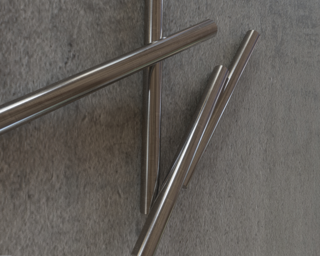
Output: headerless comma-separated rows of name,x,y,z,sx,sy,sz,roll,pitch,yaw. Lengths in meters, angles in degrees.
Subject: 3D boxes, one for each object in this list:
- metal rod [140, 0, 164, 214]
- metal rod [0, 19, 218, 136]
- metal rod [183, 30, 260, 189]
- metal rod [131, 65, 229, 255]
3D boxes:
metal rod,-0.010,-0.042,0.398,0.025,0.025,0.298,2,89,-40
metal rod,-0.046,-0.066,0.344,0.302,0.025,0.025,-31,110,-29
metal rod,0.095,-0.042,0.486,0.025,0.025,0.300,44,63,-31
metal rod,0.038,0.028,0.416,0.025,0.025,0.300,46,56,-31
